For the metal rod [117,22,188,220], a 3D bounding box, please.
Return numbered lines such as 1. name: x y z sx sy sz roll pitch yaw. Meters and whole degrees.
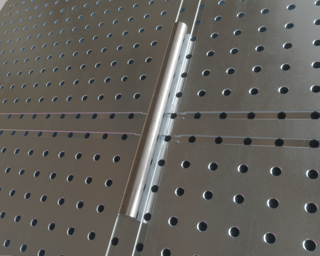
1. metal rod: -0.004 -0.027 0.428 0.025 0.025 0.300 1 62 28
